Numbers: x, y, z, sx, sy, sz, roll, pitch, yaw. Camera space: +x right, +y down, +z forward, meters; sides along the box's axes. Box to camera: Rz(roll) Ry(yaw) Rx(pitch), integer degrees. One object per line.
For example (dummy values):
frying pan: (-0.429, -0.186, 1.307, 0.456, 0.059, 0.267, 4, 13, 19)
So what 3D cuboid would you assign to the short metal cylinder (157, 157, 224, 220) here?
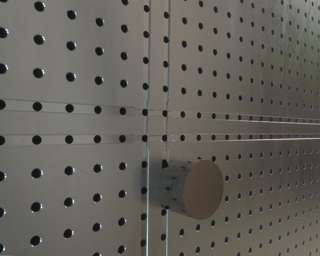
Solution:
short metal cylinder: (0.044, 0.082, 0.432, 0.081, 0.050, 0.079, 0, 90, -40)
